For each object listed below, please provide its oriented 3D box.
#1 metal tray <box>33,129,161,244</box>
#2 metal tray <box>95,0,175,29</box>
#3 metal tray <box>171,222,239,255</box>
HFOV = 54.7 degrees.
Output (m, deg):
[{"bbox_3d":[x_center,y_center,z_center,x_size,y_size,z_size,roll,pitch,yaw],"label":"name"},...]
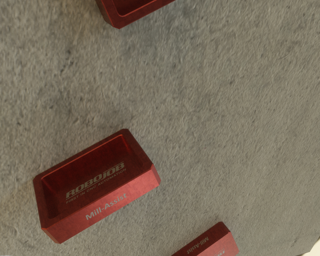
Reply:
[{"bbox_3d":[-0.076,0.061,0.362,0.131,0.090,0.030,-29,129,-10],"label":"metal tray"},{"bbox_3d":[-0.032,-0.170,0.281,0.090,0.030,0.130,-31,129,-9],"label":"metal tray"},{"bbox_3d":[0.087,0.252,0.610,0.131,0.030,0.090,-33,129,-7],"label":"metal tray"}]
